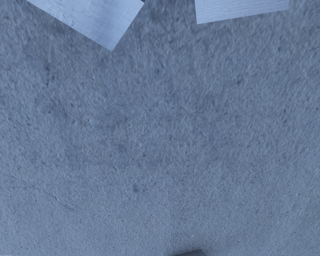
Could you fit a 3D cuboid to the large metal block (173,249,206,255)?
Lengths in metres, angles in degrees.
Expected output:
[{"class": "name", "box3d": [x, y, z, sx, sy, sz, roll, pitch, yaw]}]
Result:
[{"class": "large metal block", "box3d": [0.060, 0.306, 0.633, 0.080, 0.080, 0.050, -21, 127, 16]}]

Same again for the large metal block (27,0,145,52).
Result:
[{"class": "large metal block", "box3d": [-0.059, -0.123, 0.265, 0.080, 0.080, 0.050, 28, 124, -22]}]

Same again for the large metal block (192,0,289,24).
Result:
[{"class": "large metal block", "box3d": [0.066, -0.145, 0.269, 0.080, 0.050, 0.080, -8, 130, 6]}]
